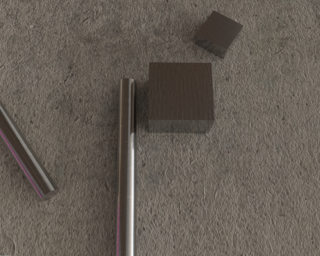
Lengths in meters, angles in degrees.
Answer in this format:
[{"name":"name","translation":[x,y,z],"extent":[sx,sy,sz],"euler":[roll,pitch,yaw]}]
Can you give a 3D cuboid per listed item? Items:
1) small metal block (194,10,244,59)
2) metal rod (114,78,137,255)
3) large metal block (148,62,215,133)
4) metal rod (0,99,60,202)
[{"name":"small metal block","translation":[0.087,-0.138,0.460],"extent":[0.050,0.025,0.050],"euler":[32,73,10]},{"name":"metal rod","translation":[-0.041,0.077,0.379],"extent":[0.025,0.025,0.299],"euler":[-1,70,-1]},{"name":"large metal block","translation":[0.026,-0.039,0.409],"extent":[0.081,0.050,0.080],"euler":[0,70,0]},{"name":"metal rod","translation":[-0.225,-0.030,0.416],"extent":[0.025,0.025,0.300],"euler":[-36,74,-12]}]
